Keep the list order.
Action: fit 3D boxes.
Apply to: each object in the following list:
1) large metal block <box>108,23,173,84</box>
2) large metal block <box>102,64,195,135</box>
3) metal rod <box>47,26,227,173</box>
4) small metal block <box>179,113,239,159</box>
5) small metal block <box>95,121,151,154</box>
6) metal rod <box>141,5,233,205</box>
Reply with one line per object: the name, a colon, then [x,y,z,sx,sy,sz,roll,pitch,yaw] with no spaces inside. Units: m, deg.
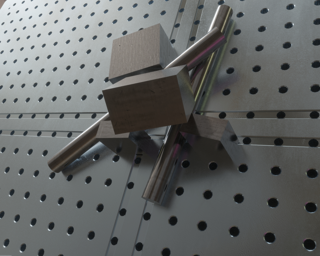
large metal block: [-0.026,-0.100,0.468,0.080,0.050,0.080,-13,56,21]
large metal block: [-0.008,-0.035,0.355,0.080,0.050,0.080,-10,16,15]
metal rod: [-0.038,-0.033,0.429,0.300,0.025,0.025,-37,51,11]
small metal block: [0.057,0.009,0.356,0.050,0.050,0.025,13,69,33]
small metal block: [-0.047,0.013,0.409,0.050,0.050,0.025,-2,61,27]
metal rod: [0.043,-0.045,0.412,0.025,0.025,0.300,9,66,32]
